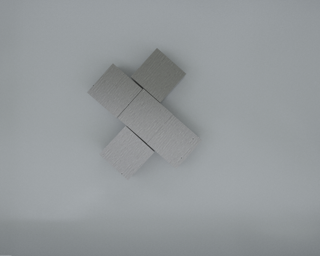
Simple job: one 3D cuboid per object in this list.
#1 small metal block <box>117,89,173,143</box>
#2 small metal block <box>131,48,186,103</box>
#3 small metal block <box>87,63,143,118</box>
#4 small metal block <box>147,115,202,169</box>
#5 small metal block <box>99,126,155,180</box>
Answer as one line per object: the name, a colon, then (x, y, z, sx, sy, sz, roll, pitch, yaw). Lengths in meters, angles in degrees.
small metal block: (-0.019, -0.015, 0.408, 0.050, 0.025, 0.050, 41, 90, 0)
small metal block: (-0.002, -0.067, 0.409, 0.050, 0.025, 0.050, 42, 89, 0)
small metal block: (-0.058, -0.048, 0.409, 0.050, 0.025, 0.050, 41, 90, 0)
small metal block: (0.019, 0.018, 0.409, 0.050, 0.025, 0.050, 41, 90, 0)
small metal block: (-0.042, 0.032, 0.409, 0.050, 0.025, 0.050, 43, 91, 0)
